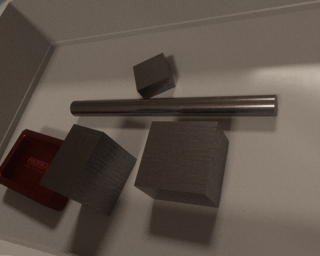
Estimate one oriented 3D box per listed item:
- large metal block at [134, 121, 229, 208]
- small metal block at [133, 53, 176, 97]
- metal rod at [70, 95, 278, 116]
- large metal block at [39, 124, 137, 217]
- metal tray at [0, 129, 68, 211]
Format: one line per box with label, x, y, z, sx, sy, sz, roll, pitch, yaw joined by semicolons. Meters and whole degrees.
large metal block;0.027;0.039;0.350;0.080;0.050;0.080;1;62;28
small metal block;-0.009;-0.076;0.456;0.050;0.025;0.050;-22;54;14
metal rod;-0.001;-0.028;0.422;0.300;0.025;0.025;1;62;28
large metal block;-0.084;0.053;0.380;0.050;0.080;0.080;13;68;33
metal tray;-0.175;0.057;0.456;0.130;0.030;0.090;12;68;33
